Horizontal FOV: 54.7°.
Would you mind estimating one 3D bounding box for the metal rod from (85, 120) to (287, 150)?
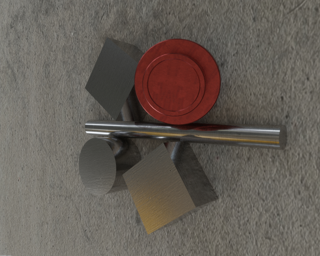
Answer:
[{"bbox_3d":[0.006,0.004,0.401,0.300,0.025,0.025,3,92,39],"label":"metal rod"}]

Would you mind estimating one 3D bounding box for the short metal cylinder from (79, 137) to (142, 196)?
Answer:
[{"bbox_3d":[-0.072,0.053,0.447,0.080,0.050,0.079,0,90,39],"label":"short metal cylinder"}]

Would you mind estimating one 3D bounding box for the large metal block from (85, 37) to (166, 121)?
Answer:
[{"bbox_3d":[-0.048,-0.065,0.424,0.080,0.050,0.080,44,116,31],"label":"large metal block"}]

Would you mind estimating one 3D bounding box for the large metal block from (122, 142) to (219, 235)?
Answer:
[{"bbox_3d":[0.011,0.071,0.379,0.080,0.050,0.080,-40,66,32],"label":"large metal block"}]

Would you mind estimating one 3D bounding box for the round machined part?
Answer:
[{"bbox_3d":[0.018,-0.050,0.348,0.098,0.042,0.097,3,105,11],"label":"round machined part"}]
